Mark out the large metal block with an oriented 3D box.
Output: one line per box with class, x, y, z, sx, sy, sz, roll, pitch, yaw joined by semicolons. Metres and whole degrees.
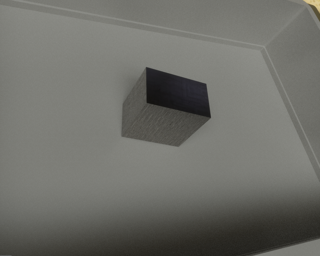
large metal block;0.005;-0.022;0.385;0.081;0.080;0.050;12;57;-22
